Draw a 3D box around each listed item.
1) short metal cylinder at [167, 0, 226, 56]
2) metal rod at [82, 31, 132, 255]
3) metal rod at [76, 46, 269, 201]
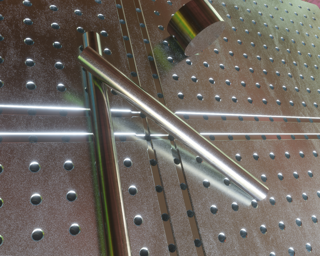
[{"bbox_3d":[0.059,-0.163,0.504,0.081,0.080,0.050,-26,76,-37],"label":"short metal cylinder"},{"bbox_3d":[-0.067,0.006,0.368,0.025,0.025,0.299,2,61,-27],"label":"metal rod"},{"bbox_3d":[0.023,0.001,0.401,0.301,0.025,0.025,38,51,-10],"label":"metal rod"}]
